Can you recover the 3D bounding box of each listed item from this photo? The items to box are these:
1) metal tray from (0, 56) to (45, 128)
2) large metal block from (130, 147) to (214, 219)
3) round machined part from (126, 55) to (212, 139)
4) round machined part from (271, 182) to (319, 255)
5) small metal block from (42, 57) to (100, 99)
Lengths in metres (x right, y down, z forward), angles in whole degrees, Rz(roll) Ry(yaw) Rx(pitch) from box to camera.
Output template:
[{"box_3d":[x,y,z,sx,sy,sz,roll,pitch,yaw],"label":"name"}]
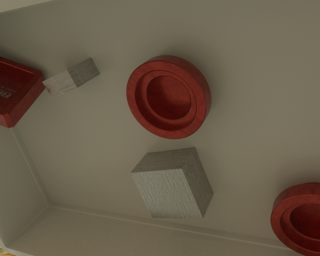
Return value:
[{"box_3d":[-0.245,-0.062,0.439,0.131,0.090,0.030,20,145,5],"label":"metal tray"},{"box_3d":[0.018,0.078,0.430,0.080,0.050,0.080,-10,114,32],"label":"large metal block"},{"box_3d":[0.013,-0.039,0.366,0.098,0.042,0.097,13,124,20],"label":"round machined part"},{"box_3d":[0.185,0.103,0.364,0.098,0.042,0.097,13,124,20],"label":"round machined part"},{"box_3d":[-0.117,-0.067,0.411,0.050,0.050,0.025,-15,111,34],"label":"small metal block"}]
